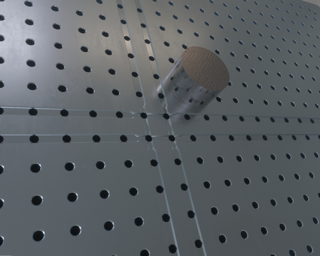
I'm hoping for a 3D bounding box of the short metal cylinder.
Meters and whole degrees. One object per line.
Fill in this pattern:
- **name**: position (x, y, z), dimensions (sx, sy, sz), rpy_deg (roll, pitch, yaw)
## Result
- **short metal cylinder**: position (0.057, -0.076, 0.468), dimensions (0.081, 0.050, 0.080), rpy_deg (13, 56, -21)
